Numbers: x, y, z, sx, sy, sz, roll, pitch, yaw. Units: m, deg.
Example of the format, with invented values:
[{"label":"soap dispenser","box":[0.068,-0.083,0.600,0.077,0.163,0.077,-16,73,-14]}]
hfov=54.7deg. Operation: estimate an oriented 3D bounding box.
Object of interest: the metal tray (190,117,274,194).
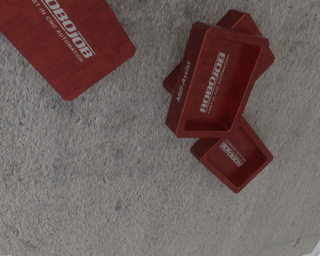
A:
[{"label":"metal tray","box":[0.118,0.042,0.493,0.090,0.030,0.130,-45,129,3]}]

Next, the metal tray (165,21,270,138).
[{"label":"metal tray","box":[0.066,-0.051,0.367,0.091,0.030,0.129,1,118,-29]}]

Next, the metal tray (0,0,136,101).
[{"label":"metal tray","box":[-0.094,-0.100,0.291,0.090,0.030,0.130,-38,129,-3]}]

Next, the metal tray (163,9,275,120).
[{"label":"metal tray","box":[0.078,-0.073,0.401,0.130,0.030,0.090,-47,129,4]}]
